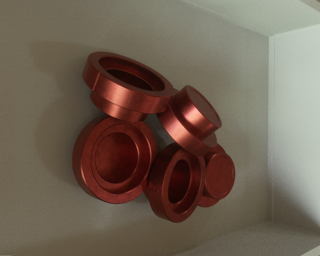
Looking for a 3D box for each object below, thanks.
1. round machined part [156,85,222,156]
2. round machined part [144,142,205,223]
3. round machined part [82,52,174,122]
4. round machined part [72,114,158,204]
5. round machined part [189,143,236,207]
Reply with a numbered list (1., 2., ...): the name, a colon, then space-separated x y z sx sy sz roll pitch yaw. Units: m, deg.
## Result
1. round machined part: 0.041 -0.016 0.394 0.098 0.042 0.098 39 25 -22
2. round machined part: 0.016 0.066 0.393 0.099 0.042 0.097 -13 107 -52
3. round machined part: -0.037 -0.042 0.340 0.099 0.098 0.042 3 124 -40
4. round machined part: -0.053 0.033 0.349 0.099 0.042 0.097 0 90 -40
5. round machined part: 0.074 0.068 0.458 0.099 0.042 0.097 0 90 -40
